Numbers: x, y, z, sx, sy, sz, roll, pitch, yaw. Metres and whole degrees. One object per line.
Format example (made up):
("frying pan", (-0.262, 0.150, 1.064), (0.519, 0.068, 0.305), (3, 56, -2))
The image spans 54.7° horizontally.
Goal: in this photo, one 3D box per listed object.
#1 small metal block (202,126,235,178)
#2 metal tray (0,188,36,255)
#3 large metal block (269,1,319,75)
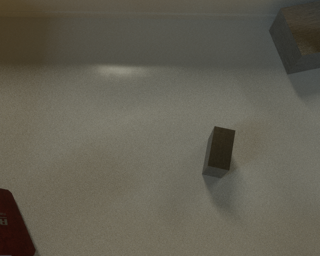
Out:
("small metal block", (0.072, 0.031, 0.386), (0.025, 0.050, 0.050), (12, 71, 4))
("metal tray", (-0.192, 0.097, 0.307), (0.030, 0.130, 0.090), (-39, 64, 2))
("large metal block", (0.217, -0.132, 0.447), (0.081, 0.050, 0.080), (-12, 71, -5))
